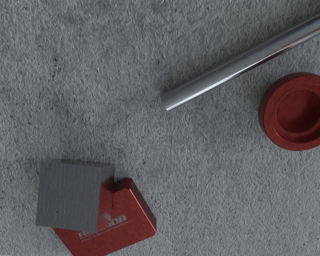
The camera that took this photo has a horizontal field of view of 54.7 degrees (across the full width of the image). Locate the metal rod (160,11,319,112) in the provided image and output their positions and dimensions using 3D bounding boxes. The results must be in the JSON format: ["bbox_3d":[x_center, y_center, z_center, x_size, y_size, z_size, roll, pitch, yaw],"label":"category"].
[{"bbox_3d":[0.138,-0.099,0.375,0.301,0.025,0.025,-27,108,9],"label":"metal rod"}]

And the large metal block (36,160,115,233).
[{"bbox_3d":[-0.108,0.085,0.405,0.080,0.050,0.080,4,89,10],"label":"large metal block"}]

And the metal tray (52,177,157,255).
[{"bbox_3d":[-0.082,0.139,0.457,0.130,0.030,0.090,-25,109,8],"label":"metal tray"}]

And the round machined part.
[{"bbox_3d":[0.174,-0.023,0.395,0.099,0.042,0.097,0,110,-1],"label":"round machined part"}]
